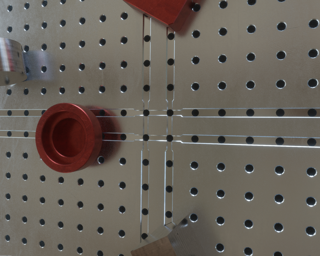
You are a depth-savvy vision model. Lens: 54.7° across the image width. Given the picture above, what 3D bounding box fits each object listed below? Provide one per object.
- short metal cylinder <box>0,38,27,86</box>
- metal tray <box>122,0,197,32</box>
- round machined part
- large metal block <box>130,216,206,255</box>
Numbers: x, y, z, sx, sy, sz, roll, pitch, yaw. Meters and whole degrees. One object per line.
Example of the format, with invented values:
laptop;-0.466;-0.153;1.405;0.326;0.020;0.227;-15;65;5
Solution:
short metal cylinder;-0.250;-0.098;0.471;0.080;0.080;0.050;-12;86;19
metal tray;0.017;-0.206;0.404;0.090;0.030;0.129;35;101;16
round machined part;-0.126;0.014;0.448;0.098;0.042;0.097;0;90;20
large metal block;0.019;0.164;0.377;0.050;0.080;0.080;-30;80;18
